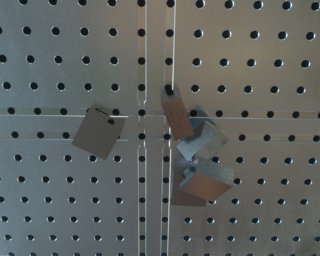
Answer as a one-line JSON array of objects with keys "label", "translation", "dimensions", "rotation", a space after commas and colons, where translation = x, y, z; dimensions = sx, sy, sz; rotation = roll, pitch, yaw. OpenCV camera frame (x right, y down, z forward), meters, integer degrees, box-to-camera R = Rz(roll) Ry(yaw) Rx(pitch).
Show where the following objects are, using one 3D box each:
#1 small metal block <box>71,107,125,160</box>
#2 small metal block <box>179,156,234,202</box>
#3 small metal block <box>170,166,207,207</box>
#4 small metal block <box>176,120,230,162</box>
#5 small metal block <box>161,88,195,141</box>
[{"label": "small metal block", "translation": [-0.083, 0.008, 0.415], "dimensions": [0.050, 0.025, 0.050], "rotation": [27, 108, -10]}, {"label": "small metal block", "translation": [0.059, 0.067, 0.401], "dimensions": [0.050, 0.025, 0.050], "rotation": [22, 139, -10]}, {"label": "small metal block", "translation": [0.042, 0.084, 0.445], "dimensions": [0.050, 0.025, 0.050], "rotation": [3, 110, -2]}, {"label": "small metal block", "translation": [0.057, 0.020, 0.407], "dimensions": [0.050, 0.050, 0.025], "rotation": [-45, 61, 14]}, {"label": "small metal block", "translation": [0.021, -0.019, 0.394], "dimensions": [0.025, 0.050, 0.050], "rotation": [-19, 109, 6]}]
